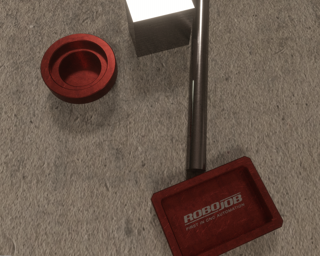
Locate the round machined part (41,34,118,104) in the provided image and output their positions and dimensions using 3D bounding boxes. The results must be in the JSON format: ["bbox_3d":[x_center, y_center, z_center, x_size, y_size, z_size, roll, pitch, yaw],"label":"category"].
[{"bbox_3d":[-0.107,-0.077,0.426,0.099,0.042,0.098,0,70,-1],"label":"round machined part"}]

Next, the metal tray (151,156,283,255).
[{"bbox_3d":[0.065,0.099,0.369,0.131,0.030,0.090,-21,72,-8],"label":"metal tray"}]

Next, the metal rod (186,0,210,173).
[{"bbox_3d":[0.056,-0.086,0.440,0.025,0.025,0.299,4,70,1],"label":"metal rod"}]

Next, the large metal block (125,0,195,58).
[{"bbox_3d":[-0.002,-0.151,0.434,0.081,0.080,0.050,-16,71,-6],"label":"large metal block"}]
